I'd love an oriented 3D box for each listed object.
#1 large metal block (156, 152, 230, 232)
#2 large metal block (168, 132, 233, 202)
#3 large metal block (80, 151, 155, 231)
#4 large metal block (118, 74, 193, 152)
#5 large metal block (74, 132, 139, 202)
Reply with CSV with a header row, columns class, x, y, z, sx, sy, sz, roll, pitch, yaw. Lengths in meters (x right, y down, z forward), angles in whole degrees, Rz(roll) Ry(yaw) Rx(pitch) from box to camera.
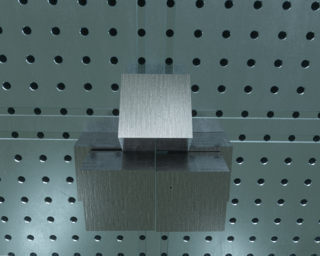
class,x,y,z,sx,sy,sz,roll,pitch,yaw
large metal block,0.036,0.076,0.373,0.081,0.050,0.079,0,110,-1
large metal block,0.050,0.052,0.419,0.081,0.050,0.079,-1,110,0
large metal block,-0.046,0.074,0.370,0.081,0.050,0.079,0,110,-1
large metal block,-0.005,-0.017,0.372,0.081,0.050,0.080,0,68,-1
large metal block,-0.067,0.052,0.419,0.081,0.050,0.079,1,110,-1
